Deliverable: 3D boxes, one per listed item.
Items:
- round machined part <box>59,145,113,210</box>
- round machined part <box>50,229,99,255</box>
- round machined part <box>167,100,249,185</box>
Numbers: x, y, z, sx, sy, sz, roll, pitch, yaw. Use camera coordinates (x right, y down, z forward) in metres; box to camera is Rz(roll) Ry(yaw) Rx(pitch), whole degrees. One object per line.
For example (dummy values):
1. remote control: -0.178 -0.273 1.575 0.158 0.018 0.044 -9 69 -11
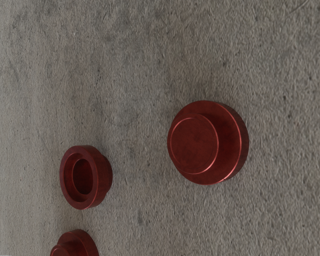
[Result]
1. round machined part: -0.112 0.075 0.487 0.098 0.042 0.097 0 90 40
2. round machined part: -0.147 0.224 0.516 0.098 0.042 0.097 0 90 40
3. round machined part: 0.047 0.017 0.355 0.098 0.042 0.097 0 90 40
